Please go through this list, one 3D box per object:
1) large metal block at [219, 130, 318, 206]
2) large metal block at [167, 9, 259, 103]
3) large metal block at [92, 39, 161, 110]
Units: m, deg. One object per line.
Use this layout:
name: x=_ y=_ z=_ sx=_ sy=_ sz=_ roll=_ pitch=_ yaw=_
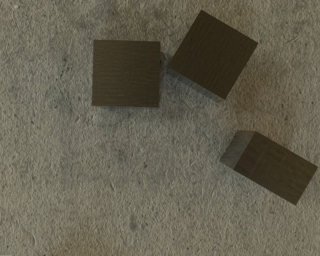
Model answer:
large metal block: x=0.128 y=0.045 z=0.383 sx=0.080 sy=0.080 sz=0.050 roll=30 pitch=90 yaw=0
large metal block: x=0.064 y=-0.088 z=0.398 sx=0.080 sy=0.050 sz=0.080 roll=30 pitch=90 yaw=0
large metal block: x=-0.041 y=-0.066 z=0.397 sx=0.081 sy=0.050 sz=0.080 roll=2 pitch=90 yaw=0
